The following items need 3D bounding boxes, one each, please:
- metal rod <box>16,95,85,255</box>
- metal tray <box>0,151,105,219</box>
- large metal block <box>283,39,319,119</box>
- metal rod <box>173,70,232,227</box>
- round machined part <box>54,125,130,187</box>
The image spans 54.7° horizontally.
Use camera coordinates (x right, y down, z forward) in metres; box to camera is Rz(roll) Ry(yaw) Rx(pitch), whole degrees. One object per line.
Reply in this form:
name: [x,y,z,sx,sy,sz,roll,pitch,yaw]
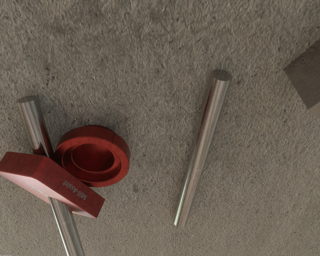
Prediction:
metal rod: [-0.146,0.098,0.442,0.025,0.025,0.298,-5,116,4]
metal tray: [-0.150,0.082,0.435,0.090,0.030,0.130,2,146,33]
large metal block: [0.191,-0.056,0.326,0.050,0.080,0.080,31,123,-24]
metal rod: [0.053,0.052,0.452,0.025,0.025,0.298,5,130,-5]
round machined part: [-0.090,0.034,0.424,0.099,0.042,0.097,-1,130,0]
